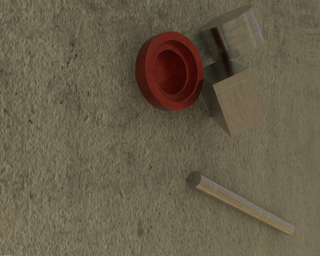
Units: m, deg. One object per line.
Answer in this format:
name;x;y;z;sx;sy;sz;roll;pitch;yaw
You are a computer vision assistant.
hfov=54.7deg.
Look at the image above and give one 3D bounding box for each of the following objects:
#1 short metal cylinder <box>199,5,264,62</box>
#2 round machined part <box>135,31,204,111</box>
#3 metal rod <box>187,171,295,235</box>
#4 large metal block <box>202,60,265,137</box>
short metal cylinder;0.105;-0.139;0.456;0.080;0.080;0.050;-42;116;-32
round machined part;0.008;-0.071;0.400;0.099;0.042;0.097;0;90;-40
metal rod;0.153;0.138;0.533;0.301;0.025;0.025;32;71;-36
large metal block;0.096;-0.045;0.436;0.050;0.080;0.080;-25;114;-1
